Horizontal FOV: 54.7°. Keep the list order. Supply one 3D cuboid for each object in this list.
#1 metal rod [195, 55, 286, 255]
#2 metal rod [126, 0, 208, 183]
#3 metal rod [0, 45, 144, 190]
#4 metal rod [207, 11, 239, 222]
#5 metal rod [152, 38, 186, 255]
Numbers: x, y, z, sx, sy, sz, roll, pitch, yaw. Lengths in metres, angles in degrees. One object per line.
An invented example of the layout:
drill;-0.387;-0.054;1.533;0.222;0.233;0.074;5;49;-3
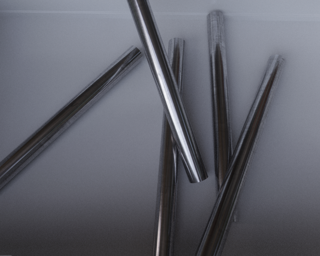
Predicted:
metal rod;0.106;0.023;0.381;0.025;0.025;0.300;24;64;8
metal rod;0.000;-0.076;0.375;0.025;0.025;0.298;-20;95;-7
metal rod;-0.135;-0.006;0.410;0.025;0.025;0.301;41;75;13
metal rod;0.082;-0.029;0.420;0.025;0.025;0.299;1;70;0
metal rod;0.014;0.015;0.404;0.025;0.025;0.299;4;70;1
